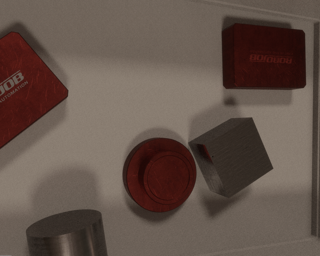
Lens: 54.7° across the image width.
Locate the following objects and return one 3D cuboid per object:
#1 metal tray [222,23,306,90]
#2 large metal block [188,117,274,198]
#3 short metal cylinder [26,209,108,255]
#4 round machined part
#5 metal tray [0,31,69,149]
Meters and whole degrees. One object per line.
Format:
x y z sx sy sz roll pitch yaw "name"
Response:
0.159 -0.104 0.468 0.131 0.030 0.089 -2 91 -21 "metal tray"
0.099 0.039 0.435 0.081 0.050 0.080 -28 100 -18 "large metal block"
-0.102 0.129 0.344 0.081 0.080 0.050 -9 93 -20 "short metal cylinder"
0.004 0.062 0.404 0.099 0.042 0.097 0 90 -21 "round machined part"
-0.181 -0.032 0.341 0.130 0.030 0.090 -42 104 -15 "metal tray"
